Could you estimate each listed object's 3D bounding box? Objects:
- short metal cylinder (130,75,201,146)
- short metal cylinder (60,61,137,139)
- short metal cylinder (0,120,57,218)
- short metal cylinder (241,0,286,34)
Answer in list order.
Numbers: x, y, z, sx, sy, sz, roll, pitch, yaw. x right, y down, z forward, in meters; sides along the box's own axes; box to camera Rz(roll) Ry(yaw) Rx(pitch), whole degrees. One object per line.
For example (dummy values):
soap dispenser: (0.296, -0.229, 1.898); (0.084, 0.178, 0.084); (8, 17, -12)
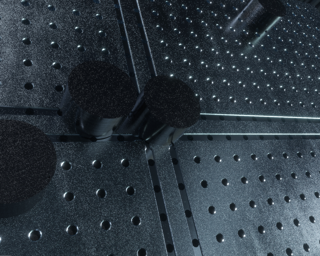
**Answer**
short metal cylinder: (0.006, -0.023, 0.411); (0.081, 0.050, 0.080); (14, 56, -21)
short metal cylinder: (-0.075, -0.034, 0.374); (0.081, 0.050, 0.080); (14, 56, -21)
short metal cylinder: (-0.143, 0.039, 0.292); (0.081, 0.050, 0.080); (14, 56, -21)
short metal cylinder: (0.223, -0.252, 0.669); (0.081, 0.050, 0.080); (14, 56, -21)
